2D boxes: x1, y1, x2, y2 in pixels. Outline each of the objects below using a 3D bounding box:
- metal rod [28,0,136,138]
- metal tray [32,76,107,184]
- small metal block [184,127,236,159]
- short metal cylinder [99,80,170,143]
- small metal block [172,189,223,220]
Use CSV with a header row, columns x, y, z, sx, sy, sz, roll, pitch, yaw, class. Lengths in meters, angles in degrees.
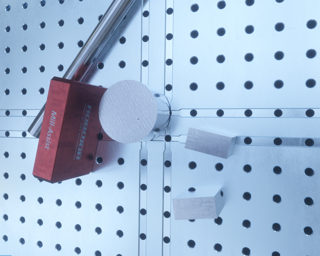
x,y,z,sx,sy,sz,roll,pitch,yaw,class
-0.103,-0.107,0.447,0.025,0.025,0.299,41,102,15,metal rod
-0.117,0.002,0.417,0.030,0.090,0.129,14,95,19,metal tray
0.063,0.017,0.377,0.050,0.050,0.025,14,95,19,small metal block
-0.033,-0.021,0.410,0.080,0.050,0.079,0,90,19,short metal cylinder
0.048,0.093,0.382,0.050,0.050,0.025,-8,88,19,small metal block
